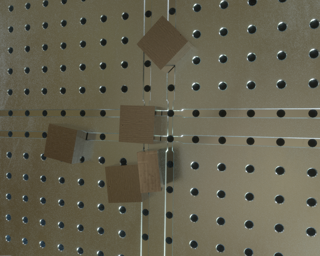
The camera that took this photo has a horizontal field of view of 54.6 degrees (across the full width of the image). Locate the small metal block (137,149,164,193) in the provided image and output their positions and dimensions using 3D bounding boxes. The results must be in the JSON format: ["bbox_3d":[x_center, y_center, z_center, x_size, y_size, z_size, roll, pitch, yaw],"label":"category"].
[{"bbox_3d":[-0.011,0.054,0.401,0.025,0.050,0.050,-6,88,4],"label":"small metal block"}]

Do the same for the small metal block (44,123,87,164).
[{"bbox_3d":[-0.141,0.022,0.463,0.050,0.025,0.050,12,94,19],"label":"small metal block"}]

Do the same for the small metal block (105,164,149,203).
[{"bbox_3d":[-0.045,0.075,0.429,0.050,0.025,0.050,-7,88,20],"label":"small metal block"}]

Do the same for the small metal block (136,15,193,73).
[{"bbox_3d":[0.006,-0.110,0.411,0.050,0.025,0.050,-45,76,14],"label":"small metal block"}]

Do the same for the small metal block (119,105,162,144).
[{"bbox_3d":[-0.027,-0.005,0.423,0.050,0.025,0.050,3,91,20],"label":"small metal block"}]
